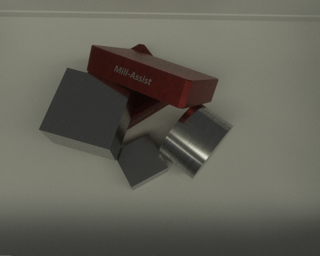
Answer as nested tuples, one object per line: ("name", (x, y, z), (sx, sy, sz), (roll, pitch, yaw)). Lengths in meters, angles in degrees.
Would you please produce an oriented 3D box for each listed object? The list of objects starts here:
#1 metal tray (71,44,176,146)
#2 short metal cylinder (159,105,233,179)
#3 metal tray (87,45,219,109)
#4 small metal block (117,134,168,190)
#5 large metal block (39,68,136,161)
("metal tray", (-0.054, -0.047, 0.421), (0.131, 0.030, 0.090), (-32, 74, -12))
("short metal cylinder", (0.044, 0.015, 0.375), (0.050, 0.080, 0.080), (38, 74, 12))
("metal tray", (-0.008, -0.063, 0.365), (0.130, 0.091, 0.030), (24, 110, 23))
("small metal block", (-0.024, 0.043, 0.392), (0.050, 0.025, 0.050), (-27, 73, -10))
("large metal block", (-0.080, -0.015, 0.365), (0.080, 0.050, 0.080), (16, 71, 5))
